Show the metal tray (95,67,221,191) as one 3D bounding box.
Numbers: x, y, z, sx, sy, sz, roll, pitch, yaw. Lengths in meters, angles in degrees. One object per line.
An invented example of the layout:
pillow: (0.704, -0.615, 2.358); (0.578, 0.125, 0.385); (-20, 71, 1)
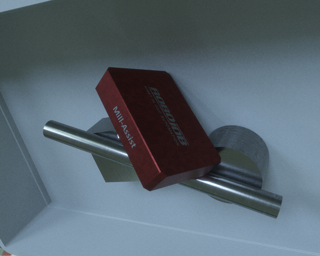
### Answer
metal tray: (-0.002, -0.005, 0.329); (0.030, 0.091, 0.130); (-47, 61, 38)

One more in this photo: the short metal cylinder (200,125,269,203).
short metal cylinder: (0.085, 0.044, 0.372); (0.080, 0.050, 0.079); (13, 124, 20)

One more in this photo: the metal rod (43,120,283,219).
metal rod: (-0.012, 0.043, 0.372); (0.301, 0.025, 0.025); (17, 125, 18)

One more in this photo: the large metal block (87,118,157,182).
large metal block: (-0.048, 0.027, 0.432); (0.080, 0.050, 0.080); (-8, 115, 31)

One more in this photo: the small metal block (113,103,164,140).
small metal block: (-0.027, -0.016, 0.366); (0.050, 0.025, 0.050); (-15, 77, 5)
